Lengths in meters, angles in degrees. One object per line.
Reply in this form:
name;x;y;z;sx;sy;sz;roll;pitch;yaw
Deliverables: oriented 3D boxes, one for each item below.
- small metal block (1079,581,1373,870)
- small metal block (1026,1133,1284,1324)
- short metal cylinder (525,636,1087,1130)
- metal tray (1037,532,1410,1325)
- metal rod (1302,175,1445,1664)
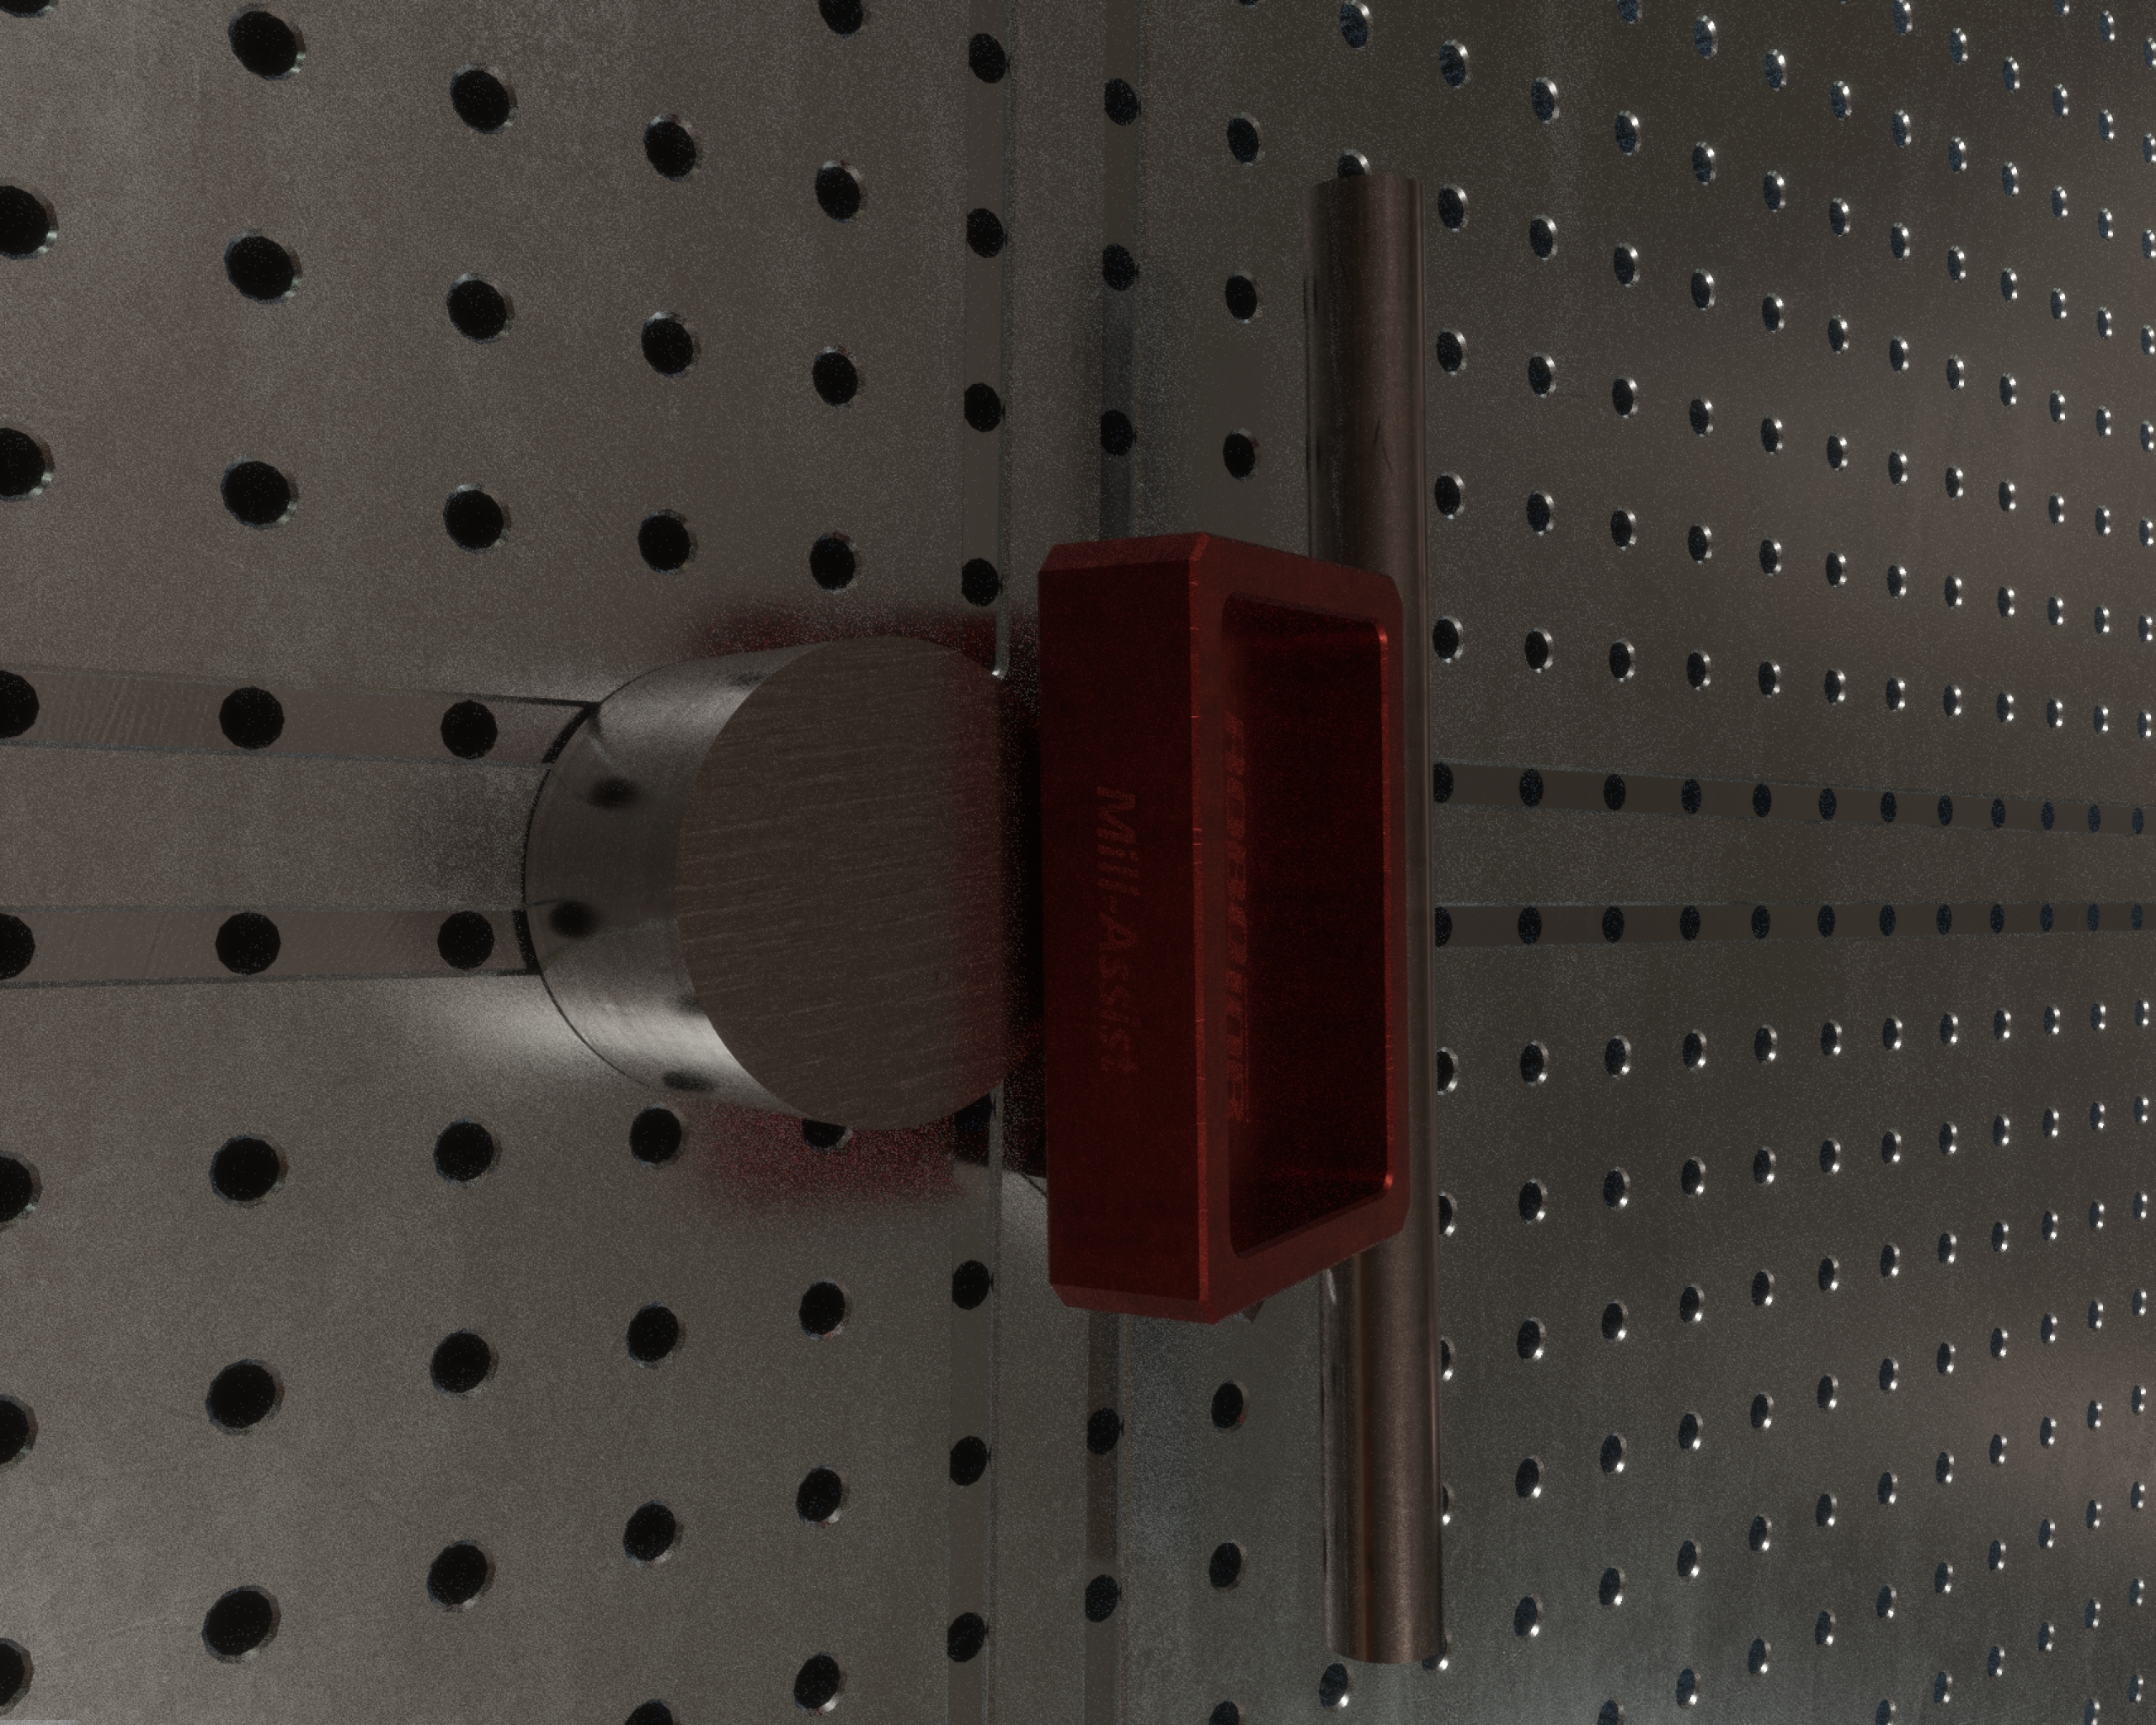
small metal block;0.032;-0.029;0.438;0.050;0.025;0.050;-19;103;-39
small metal block;0.025;0.059;0.431;0.050;0.025;0.050;47;62;-30
short metal cylinder;-0.045;0.003;0.355;0.081;0.050;0.079;0;90;-40
metal tray;0.029;0.010;0.381;0.090;0.030;0.129;-3;92;-60
metal rod;0.061;0.012;0.430;0.025;0.025;0.298;-2;91;-40
